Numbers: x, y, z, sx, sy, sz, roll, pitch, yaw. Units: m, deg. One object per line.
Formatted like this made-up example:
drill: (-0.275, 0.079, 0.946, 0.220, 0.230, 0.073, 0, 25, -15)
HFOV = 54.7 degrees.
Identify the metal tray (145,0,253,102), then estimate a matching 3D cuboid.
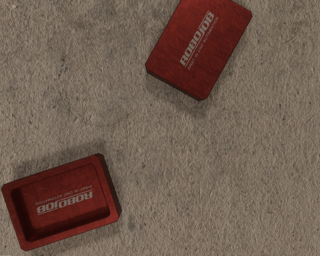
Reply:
metal tray: (0.049, -0.112, 0.408, 0.090, 0.030, 0.130, 29, 90, -1)

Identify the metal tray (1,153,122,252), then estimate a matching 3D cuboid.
metal tray: (-0.126, 0.095, 0.405, 0.131, 0.030, 0.090, -18, 90, -1)
